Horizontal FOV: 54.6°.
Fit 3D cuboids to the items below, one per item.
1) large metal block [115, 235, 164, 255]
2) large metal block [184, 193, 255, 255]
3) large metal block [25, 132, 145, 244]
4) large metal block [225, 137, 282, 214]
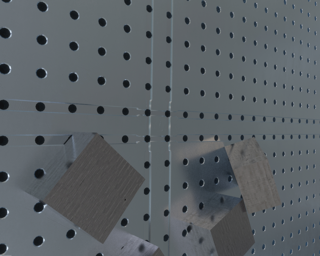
[{"bbox_3d":[-0.025,0.193,0.371,0.080,0.050,0.080,-42,116,-32],"label":"large metal block"},{"bbox_3d":[0.092,0.158,0.469,0.081,0.050,0.080,-29,108,-36],"label":"large metal block"},{"bbox_3d":[-0.076,0.061,0.329,0.080,0.050,0.080,49,61,-29],"label":"large metal block"},{"bbox_3d":[0.143,0.072,0.485,0.080,0.050,0.080,-82,151,-69],"label":"large metal block"}]
